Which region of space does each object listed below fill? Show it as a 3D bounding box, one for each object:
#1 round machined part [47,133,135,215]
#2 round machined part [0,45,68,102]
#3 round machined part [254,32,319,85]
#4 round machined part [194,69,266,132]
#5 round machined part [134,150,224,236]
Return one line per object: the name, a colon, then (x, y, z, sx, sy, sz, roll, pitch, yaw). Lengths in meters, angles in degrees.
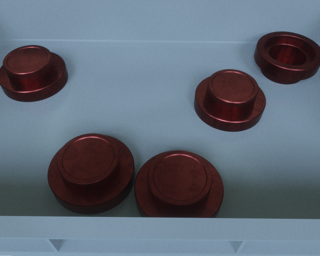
round machined part: (-0.079, 0.045, 0.355, 0.099, 0.042, 0.098, 0, 50, 0)
round machined part: (-0.193, -0.088, 0.465, 0.099, 0.042, 0.098, 0, 50, 0)
round machined part: (0.197, -0.106, 0.486, 0.099, 0.042, 0.098, 0, 50, 0)
round machined part: (0.099, -0.045, 0.433, 0.099, 0.042, 0.098, 0, 50, 0)
round machined part: (0.021, 0.064, 0.341, 0.099, 0.042, 0.098, 0, 50, 0)
